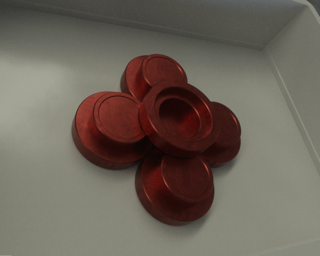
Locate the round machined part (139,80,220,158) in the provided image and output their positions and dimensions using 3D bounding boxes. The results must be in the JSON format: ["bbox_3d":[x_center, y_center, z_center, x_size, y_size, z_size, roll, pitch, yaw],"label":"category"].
[{"bbox_3d":[0.020,-0.008,0.381,0.099,0.042,0.098,14,56,-21],"label":"round machined part"}]

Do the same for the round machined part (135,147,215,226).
[{"bbox_3d":[0.024,0.061,0.367,0.099,0.042,0.098,15,54,-21],"label":"round machined part"}]

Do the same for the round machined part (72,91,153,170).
[{"bbox_3d":[-0.050,-0.003,0.366,0.099,0.042,0.098,14,56,-21],"label":"round machined part"}]

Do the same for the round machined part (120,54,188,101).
[{"bbox_3d":[-0.001,-0.063,0.428,0.099,0.042,0.098,14,56,-21],"label":"round machined part"}]

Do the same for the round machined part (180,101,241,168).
[{"bbox_3d":[0.072,0.002,0.429,0.099,0.042,0.098,14,56,-21],"label":"round machined part"}]
